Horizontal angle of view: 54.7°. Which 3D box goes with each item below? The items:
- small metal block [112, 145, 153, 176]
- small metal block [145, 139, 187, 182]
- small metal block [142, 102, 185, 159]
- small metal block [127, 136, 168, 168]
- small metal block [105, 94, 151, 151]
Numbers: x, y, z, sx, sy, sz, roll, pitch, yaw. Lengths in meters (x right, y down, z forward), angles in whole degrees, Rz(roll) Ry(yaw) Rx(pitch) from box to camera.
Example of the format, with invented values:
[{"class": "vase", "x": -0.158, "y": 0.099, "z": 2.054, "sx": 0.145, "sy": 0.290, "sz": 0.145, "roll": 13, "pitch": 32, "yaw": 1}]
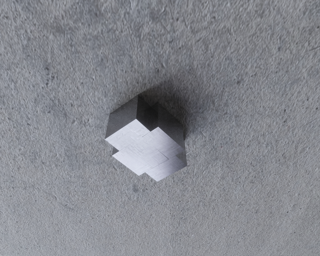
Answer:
[{"class": "small metal block", "x": -0.035, "y": 0.027, "z": 0.414, "sx": 0.025, "sy": 0.050, "sz": 0.050, "roll": -32, "pitch": 123, "yaw": 24}, {"class": "small metal block", "x": 0.008, "y": 0.038, "z": 0.424, "sx": 0.050, "sy": 0.050, "sz": 0.025, "roll": -32, "pitch": 124, "yaw": 24}, {"class": "small metal block", "x": 0.005, "y": 0.003, "z": 0.394, "sx": 0.025, "sy": 0.050, "sz": 0.050, "roll": -33, "pitch": 123, "yaw": 25}, {"class": "small metal block", "x": -0.015, "y": 0.015, "z": 0.404, "sx": 0.025, "sy": 0.050, "sz": 0.050, "roll": -32, "pitch": 123, "yaw": 24}, {"class": "small metal block", "x": -0.039, "y": -0.007, "z": 0.385, "sx": 0.050, "sy": 0.050, "sz": 0.025, "roll": -32, "pitch": 124, "yaw": 24}]
